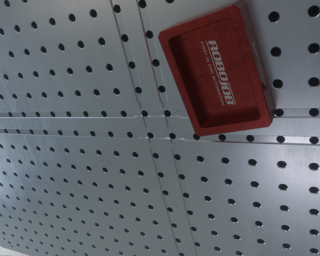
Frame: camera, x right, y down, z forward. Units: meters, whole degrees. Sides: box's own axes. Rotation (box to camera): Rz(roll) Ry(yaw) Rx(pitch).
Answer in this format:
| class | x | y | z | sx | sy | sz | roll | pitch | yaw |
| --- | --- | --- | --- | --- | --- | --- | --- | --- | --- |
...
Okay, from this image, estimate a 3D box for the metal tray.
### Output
| class | x | y | z | sx | sy | sz | roll | pitch | yaw |
| --- | --- | --- | --- | --- | --- | --- | --- | --- | --- |
| metal tray | 0.063 | -0.058 | 0.338 | 0.090 | 0.030 | 0.130 | -10 | 114 | 32 |
